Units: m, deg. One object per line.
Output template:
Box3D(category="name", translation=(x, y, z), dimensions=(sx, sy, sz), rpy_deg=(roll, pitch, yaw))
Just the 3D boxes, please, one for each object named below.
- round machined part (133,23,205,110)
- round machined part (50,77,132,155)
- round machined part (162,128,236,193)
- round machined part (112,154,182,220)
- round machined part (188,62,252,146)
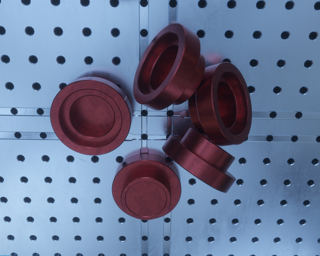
Box3D(category="round machined part", translation=(0.013, -0.065, 0.354), dimensions=(0.042, 0.098, 0.098), rpy_deg=(23, 110, -30))
Box3D(category="round machined part", translation=(-0.084, -0.018, 0.397), dimensions=(0.099, 0.042, 0.097), rpy_deg=(0, 110, 0))
Box3D(category="round machined part", translation=(0.055, 0.035, 0.389), dimensions=(0.098, 0.098, 0.042), rpy_deg=(33, 94, -12))
Box3D(category="round machined part", translation=(-0.019, 0.089, 0.437), dimensions=(0.099, 0.042, 0.097), rpy_deg=(0, 110, 0))
Box3D(category="round machined part", translation=(0.070, -0.027, 0.375), dimensions=(0.042, 0.098, 0.098), rpy_deg=(-8, 114, 40))
